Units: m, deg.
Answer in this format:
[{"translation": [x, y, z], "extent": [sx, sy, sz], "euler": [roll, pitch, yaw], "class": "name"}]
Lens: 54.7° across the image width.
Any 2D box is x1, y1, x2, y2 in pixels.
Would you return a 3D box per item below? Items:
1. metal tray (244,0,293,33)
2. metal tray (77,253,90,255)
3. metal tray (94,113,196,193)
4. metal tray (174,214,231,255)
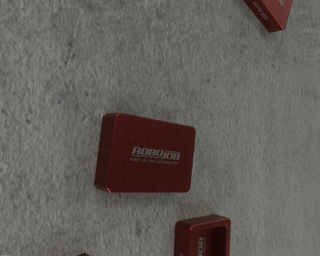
[{"translation": [0.196, -0.250, 0.568], "extent": [0.130, 0.030, 0.090], "euler": [32, 70, -36], "class": "metal tray"}, {"translation": [-0.117, 0.193, 0.304], "extent": [0.131, 0.030, 0.089], "euler": [-10, 97, -40], "class": "metal tray"}, {"translation": [-0.013, 0.035, 0.392], "extent": [0.131, 0.030, 0.089], "euler": [10, 84, -40], "class": "metal tray"}, {"translation": [0.063, 0.200, 0.456], "extent": [0.091, 0.030, 0.129], "euler": [5, 87, -40], "class": "metal tray"}]
